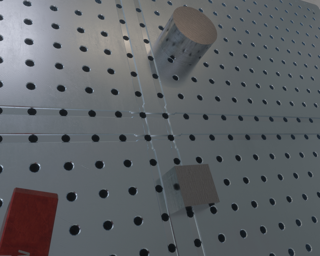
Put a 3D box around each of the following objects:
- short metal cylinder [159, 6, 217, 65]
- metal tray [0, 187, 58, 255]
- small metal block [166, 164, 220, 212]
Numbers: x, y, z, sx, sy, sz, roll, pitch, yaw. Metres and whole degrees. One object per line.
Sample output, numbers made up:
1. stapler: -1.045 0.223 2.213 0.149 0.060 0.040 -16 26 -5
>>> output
1. short metal cylinder: 0.046 -0.152 0.509 0.081 0.050 0.080 14 56 -21
2. metal tray: -0.107 0.118 0.218 0.030 0.090 0.130 16 55 -23
3. small metal block: 0.040 0.074 0.385 0.050 0.025 0.050 0 62 -28
